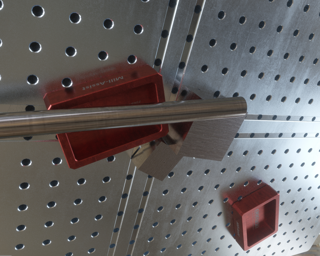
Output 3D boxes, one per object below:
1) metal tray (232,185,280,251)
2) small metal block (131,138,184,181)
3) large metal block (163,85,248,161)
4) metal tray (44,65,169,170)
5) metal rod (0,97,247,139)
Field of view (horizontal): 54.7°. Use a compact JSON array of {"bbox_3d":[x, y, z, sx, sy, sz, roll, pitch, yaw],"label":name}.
[{"bbox_3d":[0.197,0.186,0.634,0.091,0.030,0.129,-25,128,-14],"label":"metal tray"},{"bbox_3d":[-0.003,0.041,0.437,0.050,0.025,0.050,33,99,-39],"label":"small metal block"},{"bbox_3d":[0.060,-0.005,0.427,0.081,0.050,0.079,11,113,-34],"label":"large metal block"},{"bbox_3d":[-0.058,-0.014,0.369,0.131,0.030,0.089,-20,126,-17],"label":"metal tray"},{"bbox_3d":[-0.043,-0.012,0.331,0.303,0.025,0.025,-6,121,-19],"label":"metal rod"}]
